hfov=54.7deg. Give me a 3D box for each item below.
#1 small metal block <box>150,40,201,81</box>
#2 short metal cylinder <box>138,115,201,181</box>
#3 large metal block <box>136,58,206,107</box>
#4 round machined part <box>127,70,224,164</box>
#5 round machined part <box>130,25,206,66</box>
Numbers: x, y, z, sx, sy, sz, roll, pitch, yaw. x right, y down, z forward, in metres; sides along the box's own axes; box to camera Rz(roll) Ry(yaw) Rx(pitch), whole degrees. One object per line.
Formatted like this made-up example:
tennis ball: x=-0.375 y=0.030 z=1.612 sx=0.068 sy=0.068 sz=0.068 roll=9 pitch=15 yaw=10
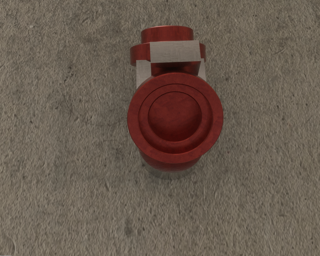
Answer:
small metal block: x=0.015 y=-0.069 z=0.336 sx=0.050 sy=0.050 sz=0.025 roll=-3 pitch=70 yaw=-1
short metal cylinder: x=0.013 y=0.022 z=0.389 sx=0.081 sy=0.050 sz=0.080 roll=0 pitch=70 yaw=0
large metal block: x=0.013 y=-0.045 z=0.396 sx=0.081 sy=0.080 sz=0.050 roll=-2 pitch=70 yaw=-1
round machined part: x=0.016 y=-0.014 z=0.336 sx=0.099 sy=0.042 sz=0.097 roll=-1 pitch=109 yaw=-1
round machined part: x=0.010 y=-0.105 z=0.405 sx=0.099 sy=0.098 sz=0.042 roll=-2 pitch=95 yaw=-1
